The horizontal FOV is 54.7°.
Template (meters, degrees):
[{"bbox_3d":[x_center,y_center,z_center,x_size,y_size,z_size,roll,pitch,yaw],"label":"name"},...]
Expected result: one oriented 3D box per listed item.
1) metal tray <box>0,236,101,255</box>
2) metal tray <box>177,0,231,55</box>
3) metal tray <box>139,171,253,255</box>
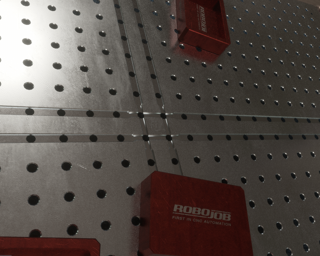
[{"bbox_3d":[-0.119,0.139,0.256,0.131,0.030,0.090,10,57,-23],"label":"metal tray"},{"bbox_3d":[0.078,-0.203,0.573,0.091,0.030,0.130,13,56,-21],"label":"metal tray"},{"bbox_3d":[0.043,0.107,0.365,0.131,0.030,0.090,14,56,-21],"label":"metal tray"}]
